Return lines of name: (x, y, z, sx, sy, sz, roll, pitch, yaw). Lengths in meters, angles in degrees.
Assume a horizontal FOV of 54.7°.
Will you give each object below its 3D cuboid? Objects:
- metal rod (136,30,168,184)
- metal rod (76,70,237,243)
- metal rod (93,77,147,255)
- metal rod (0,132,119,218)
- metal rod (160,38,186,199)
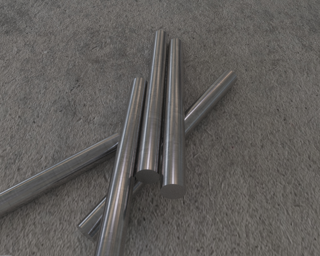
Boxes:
metal rod: (-0.006, -0.054, 0.428, 0.025, 0.025, 0.300, 2, 44, 2)
metal rod: (0.015, 0.015, 0.390, 0.025, 0.025, 0.301, 30, 56, 23)
metal rod: (-0.038, 0.037, 0.340, 0.025, 0.025, 0.300, 2, 42, 2)
metal rod: (-0.173, 0.083, 0.331, 0.302, 0.025, 0.025, -29, 56, -22)
metal rod: (0.019, -0.039, 0.410, 0.025, 0.025, 0.300, 2, 42, 2)
